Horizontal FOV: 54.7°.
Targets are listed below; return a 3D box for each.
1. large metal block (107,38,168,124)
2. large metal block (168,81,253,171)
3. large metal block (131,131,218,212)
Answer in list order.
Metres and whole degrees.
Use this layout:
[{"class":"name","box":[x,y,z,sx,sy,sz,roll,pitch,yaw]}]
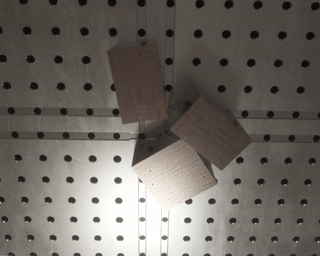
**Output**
[{"class":"large metal block","box":[-0.023,-0.058,0.362,0.050,0.080,0.079,-9,110,3]},{"class":"large metal block","box":[0.057,-0.006,0.383,0.080,0.080,0.050,39,105,-13]},{"class":"large metal block","box":[0.019,0.053,0.420,0.080,0.050,0.080,-30,108,10]}]
